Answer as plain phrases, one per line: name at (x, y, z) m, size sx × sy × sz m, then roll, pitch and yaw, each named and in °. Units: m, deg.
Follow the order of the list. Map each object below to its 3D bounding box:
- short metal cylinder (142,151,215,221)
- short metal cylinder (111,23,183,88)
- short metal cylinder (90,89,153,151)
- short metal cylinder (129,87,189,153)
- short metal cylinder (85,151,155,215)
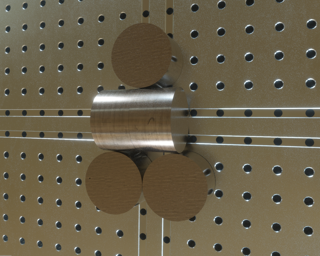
short metal cylinder at (0.025, 0.070, 0.388) m, size 0.080 × 0.050 × 0.079 m, roll 0°, pitch 90°, yaw 19°
short metal cylinder at (-0.015, -0.089, 0.404) m, size 0.080 × 0.050 × 0.079 m, roll 0°, pitch 90°, yaw 19°
short metal cylinder at (-0.046, -0.010, 0.399) m, size 0.050 × 0.080 × 0.079 m, roll 0°, pitch 90°, yaw 20°
short metal cylinder at (0.001, -0.010, 0.383) m, size 0.050 × 0.080 × 0.079 m, roll 0°, pitch 90°, yaw 20°
short metal cylinder at (-0.051, 0.070, 0.415) m, size 0.080 × 0.050 × 0.079 m, roll 0°, pitch 90°, yaw 19°
